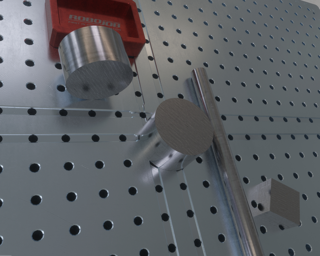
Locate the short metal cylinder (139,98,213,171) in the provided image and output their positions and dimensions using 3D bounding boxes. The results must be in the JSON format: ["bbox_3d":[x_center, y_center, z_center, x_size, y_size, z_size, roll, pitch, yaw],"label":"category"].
[{"bbox_3d":[0.020,0.008,0.397,0.081,0.050,0.080,13,56,-20],"label":"short metal cylinder"}]

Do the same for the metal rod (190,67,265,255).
[{"bbox_3d":[0.090,0.043,0.429,0.025,0.025,0.299,2,61,-27],"label":"metal rod"}]

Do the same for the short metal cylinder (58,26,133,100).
[{"bbox_3d":[-0.078,-0.077,0.378,0.081,0.080,0.050,-5,64,-30],"label":"short metal cylinder"}]

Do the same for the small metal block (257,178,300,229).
[{"bbox_3d":[0.166,0.106,0.433,0.050,0.025,0.050,27,52,-11],"label":"small metal block"}]

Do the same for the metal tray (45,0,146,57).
[{"bbox_3d":[-0.092,-0.154,0.448,0.131,0.030,0.090,0,62,-28],"label":"metal tray"}]
